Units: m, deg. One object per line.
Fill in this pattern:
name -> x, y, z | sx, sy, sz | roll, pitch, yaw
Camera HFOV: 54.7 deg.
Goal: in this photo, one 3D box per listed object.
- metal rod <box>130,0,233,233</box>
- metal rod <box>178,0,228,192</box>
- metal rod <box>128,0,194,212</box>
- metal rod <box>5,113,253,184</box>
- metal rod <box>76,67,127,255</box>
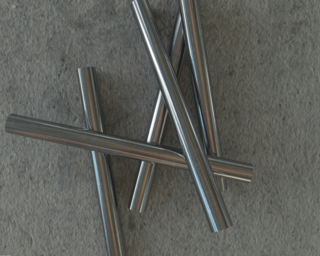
metal rod -> 0.020, -0.027, 0.373 | 0.025, 0.025, 0.299 | -19, 76, 0
metal rod -> 0.052, -0.065, 0.394 | 0.025, 0.025, 0.298 | -10, 97, 0
metal rod -> 0.006, -0.037, 0.410 | 0.025, 0.025, 0.298 | 14, 90, -1
metal rod -> -0.037, 0.025, 0.382 | 0.302, 0.025, 0.025 | 12, 90, 0
metal rod -> -0.073, 0.069, 0.409 | 0.025, 0.025, 0.298 | -9, 90, 0
